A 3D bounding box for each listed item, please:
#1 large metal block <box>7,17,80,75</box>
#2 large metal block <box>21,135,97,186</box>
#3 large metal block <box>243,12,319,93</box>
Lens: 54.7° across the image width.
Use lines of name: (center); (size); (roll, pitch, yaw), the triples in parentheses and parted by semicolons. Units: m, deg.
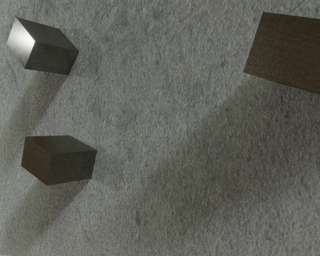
large metal block: (-0.200, -0.139, 0.531); (0.080, 0.081, 0.050); (47, 118, 29)
large metal block: (-0.163, 0.048, 0.500); (0.080, 0.081, 0.050); (21, 104, 37)
large metal block: (0.131, -0.056, 0.261); (0.080, 0.081, 0.050); (25, 106, 37)
